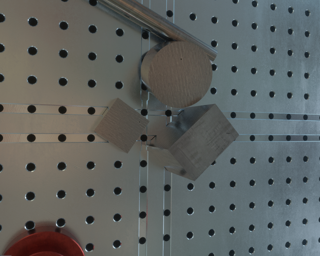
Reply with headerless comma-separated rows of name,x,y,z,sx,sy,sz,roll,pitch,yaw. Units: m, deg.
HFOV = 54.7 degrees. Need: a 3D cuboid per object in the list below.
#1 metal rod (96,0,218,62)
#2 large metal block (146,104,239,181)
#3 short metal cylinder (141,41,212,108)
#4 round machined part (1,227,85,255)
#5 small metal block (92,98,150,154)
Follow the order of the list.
metal rod,-0.055,-0.161,0.391,0.302,0.025,0.025,26,82,-18
large metal block,0.039,0.016,0.398,0.080,0.080,0.050,-43,104,-15
short metal cylinder,0.020,-0.070,0.395,0.081,0.050,0.079,-4,107,-13
round machined part,-0.134,0.168,0.354,0.099,0.042,0.097,0,90,-20
small metal block,-0.050,-0.003,0.394,0.050,0.025,0.050,37,78,-16
